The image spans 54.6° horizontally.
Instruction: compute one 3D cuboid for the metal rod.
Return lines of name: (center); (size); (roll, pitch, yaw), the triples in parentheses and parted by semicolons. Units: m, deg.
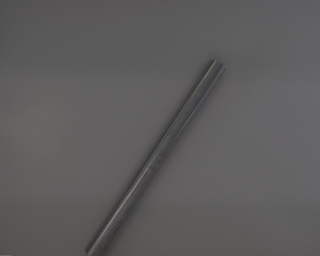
metal rod: (-0.006, 0.041, 0.411); (0.025, 0.025, 0.299); (34, 90, 0)
